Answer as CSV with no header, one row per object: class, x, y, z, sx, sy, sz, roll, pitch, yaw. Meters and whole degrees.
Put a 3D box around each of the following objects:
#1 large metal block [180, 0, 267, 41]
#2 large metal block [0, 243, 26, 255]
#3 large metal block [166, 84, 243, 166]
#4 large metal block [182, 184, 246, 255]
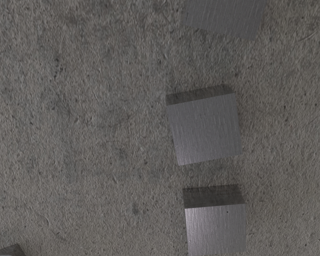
large metal block,0.072,-0.147,0.343,0.081,0.050,0.079,11,110,-5
large metal block,-0.247,0.239,0.482,0.080,0.050,0.080,-21,109,7
large metal block,0.055,-0.005,0.395,0.080,0.050,0.079,-11,110,4
large metal block,0.077,0.132,0.446,0.080,0.050,0.079,-5,110,2
